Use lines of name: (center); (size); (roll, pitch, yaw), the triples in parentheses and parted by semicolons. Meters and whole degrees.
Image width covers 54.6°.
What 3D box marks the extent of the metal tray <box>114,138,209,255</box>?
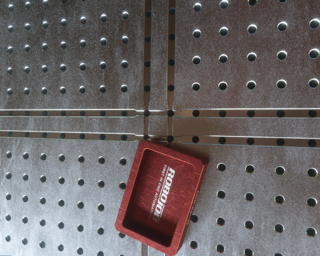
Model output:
metal tray: (0.001, 0.088, 0.409); (0.090, 0.030, 0.129); (19, 96, 19)
